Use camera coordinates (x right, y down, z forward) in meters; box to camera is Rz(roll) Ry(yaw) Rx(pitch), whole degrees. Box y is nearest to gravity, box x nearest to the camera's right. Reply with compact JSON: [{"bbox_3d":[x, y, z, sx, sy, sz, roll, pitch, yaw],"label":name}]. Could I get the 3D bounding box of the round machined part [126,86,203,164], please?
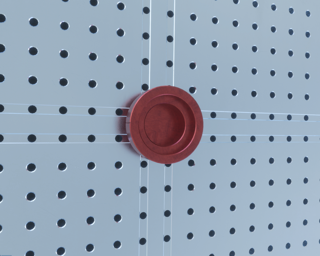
[{"bbox_3d":[0.003,-0.004,0.404,0.099,0.042,0.097,0,90,-20],"label":"round machined part"}]
